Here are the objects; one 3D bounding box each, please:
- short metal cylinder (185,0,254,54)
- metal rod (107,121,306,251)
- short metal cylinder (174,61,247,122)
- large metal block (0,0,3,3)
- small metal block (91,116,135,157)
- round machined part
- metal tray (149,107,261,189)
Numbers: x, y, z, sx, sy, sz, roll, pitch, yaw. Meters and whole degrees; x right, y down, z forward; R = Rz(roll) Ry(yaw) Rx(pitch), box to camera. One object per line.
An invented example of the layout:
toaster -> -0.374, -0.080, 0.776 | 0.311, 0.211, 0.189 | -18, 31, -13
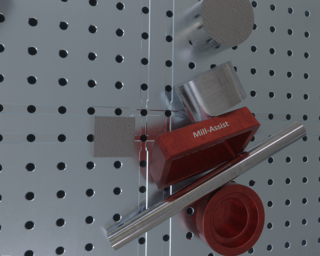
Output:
short metal cylinder -> 0.081, -0.147, 0.429 | 0.081, 0.050, 0.079 | 0, 90, -20
metal rod -> 0.069, 0.072, 0.416 | 0.302, 0.025, 0.025 | -29, 100, -10
short metal cylinder -> 0.066, -0.048, 0.407 | 0.080, 0.080, 0.050 | -29, 98, -18
large metal block -> -0.218, -0.147, 0.319 | 0.080, 0.050, 0.080 | 33, 79, -17
small metal block -> -0.059, 0.011, 0.391 | 0.050, 0.025, 0.050 | 2, 90, -20
round machined part -> 0.095, 0.125, 0.439 | 0.099, 0.042, 0.097 | 0, 90, -20
metal tray -> 0.055, 0.027, 0.398 | 0.131, 0.089, 0.030 | -18, 60, -19
